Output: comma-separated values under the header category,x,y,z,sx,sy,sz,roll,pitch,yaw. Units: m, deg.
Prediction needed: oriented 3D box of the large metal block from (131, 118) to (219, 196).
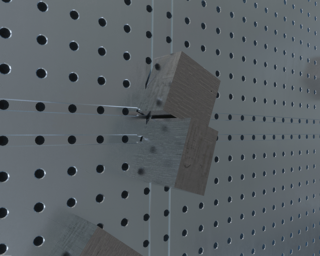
category,x,y,z,sx,sy,sz,roll,pitch,yaw
large metal block,0.018,0.034,0.387,0.050,0.080,0.080,24,75,-38

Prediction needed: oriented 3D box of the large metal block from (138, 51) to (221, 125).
category,x,y,z,sx,sy,sz,roll,pitch,yaw
large metal block,0.028,-0.043,0.415,0.080,0.050,0.080,28,73,-37

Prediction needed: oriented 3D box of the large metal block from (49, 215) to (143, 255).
category,x,y,z,sx,sy,sz,roll,pitch,yaw
large metal block,-0.073,0.153,0.331,0.080,0.050,0.080,46,62,-30
